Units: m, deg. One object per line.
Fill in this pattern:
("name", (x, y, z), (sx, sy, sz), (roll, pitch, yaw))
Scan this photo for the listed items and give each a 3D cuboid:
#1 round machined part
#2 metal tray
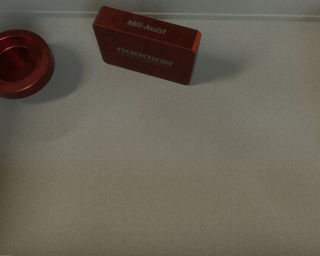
("round machined part", (-0.195, -0.083, 0.429), (0.099, 0.042, 0.098), (0, 70, -1))
("metal tray", (-0.016, -0.106, 0.413), (0.131, 0.090, 0.030), (16, 71, 5))
